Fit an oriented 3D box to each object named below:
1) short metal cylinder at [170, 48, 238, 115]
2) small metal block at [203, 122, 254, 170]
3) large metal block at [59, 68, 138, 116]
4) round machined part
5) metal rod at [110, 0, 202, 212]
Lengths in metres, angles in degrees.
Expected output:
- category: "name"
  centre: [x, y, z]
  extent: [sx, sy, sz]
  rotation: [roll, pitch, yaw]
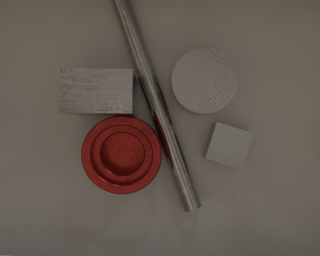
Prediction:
- category: "short metal cylinder"
  centre: [0.054, -0.057, 0.400]
  extent: [0.081, 0.050, 0.079]
  rotation: [0, 90, -1]
- category: "small metal block"
  centre: [0.090, 0.023, 0.413]
  extent: [0.050, 0.025, 0.050]
  rotation: [17, 90, -1]
- category: "large metal block"
  centre: [-0.071, -0.041, 0.383]
  extent: [0.081, 0.080, 0.050]
  rotation: [1, 90, -1]
- category: "round machined part"
  centre: [-0.047, 0.032, 0.399]
  extent: [0.099, 0.042, 0.097]
  rotation: [0, 96, -1]
- category: "metal rod"
  centre: [-0.005, -0.035, 0.411]
  extent: [0.025, 0.025, 0.298]
  rotation: [-19, 90, 0]
